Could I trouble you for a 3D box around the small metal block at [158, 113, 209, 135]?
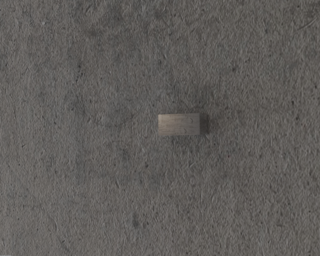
[{"bbox_3d":[0.030,-0.004,0.385,0.050,0.050,0.025,-1,90,20],"label":"small metal block"}]
